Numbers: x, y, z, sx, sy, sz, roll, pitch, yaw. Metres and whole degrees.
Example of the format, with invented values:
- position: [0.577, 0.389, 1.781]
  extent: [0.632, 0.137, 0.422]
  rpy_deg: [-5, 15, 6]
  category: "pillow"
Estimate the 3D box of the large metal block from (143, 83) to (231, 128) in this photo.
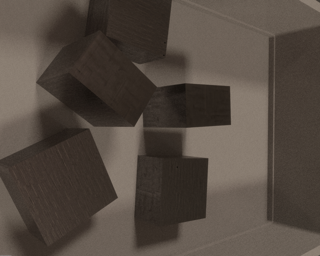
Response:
- position: [0.034, -0.027, 0.401]
  extent: [0.081, 0.080, 0.050]
  rpy_deg: [-3, 93, -40]
  category: "large metal block"

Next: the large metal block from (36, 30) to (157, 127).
- position: [-0.065, -0.044, 0.317]
  extent: [0.080, 0.080, 0.050]
  rpy_deg: [42, 65, -32]
  category: "large metal block"

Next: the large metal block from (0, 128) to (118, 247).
- position: [-0.101, 0.053, 0.307]
  extent: [0.081, 0.050, 0.080]
  rpy_deg: [-31, 109, -36]
  category: "large metal block"

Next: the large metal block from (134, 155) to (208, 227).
- position: [0.016, 0.078, 0.406]
  extent: [0.081, 0.050, 0.080]
  rpy_deg: [5, 87, -40]
  category: "large metal block"

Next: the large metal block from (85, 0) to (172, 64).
- position: [-0.036, -0.127, 0.362]
  extent: [0.081, 0.050, 0.080]
  rpy_deg: [10, 83, -40]
  category: "large metal block"
